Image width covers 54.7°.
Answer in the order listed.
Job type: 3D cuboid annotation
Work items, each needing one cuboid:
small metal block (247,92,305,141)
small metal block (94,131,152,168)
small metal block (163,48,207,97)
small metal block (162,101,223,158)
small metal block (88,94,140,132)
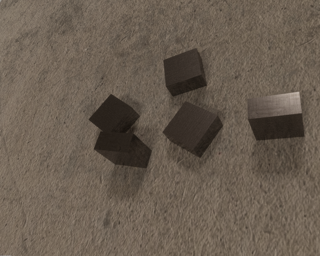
[{"bbox_3d":[0.124,-0.011,0.329,0.050,0.050,0.025,-7,59,24],"label":"small metal block"},{"bbox_3d":[-0.046,0.028,0.393,0.050,0.050,0.025,3,63,29],"label":"small metal block"},{"bbox_3d":[0.034,-0.078,0.432,0.050,0.025,0.050,-17,55,18],"label":"small metal block"},{"bbox_3d":[0.040,0.001,0.381,0.050,0.025,0.050,29,77,37],"label":"small metal block"},{"bbox_3d":[-0.066,-0.015,0.446,0.050,0.025,0.050,33,80,38],"label":"small metal block"}]
